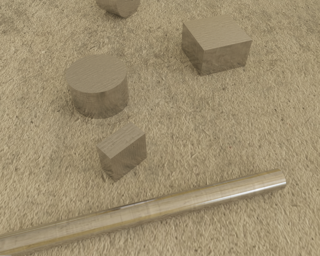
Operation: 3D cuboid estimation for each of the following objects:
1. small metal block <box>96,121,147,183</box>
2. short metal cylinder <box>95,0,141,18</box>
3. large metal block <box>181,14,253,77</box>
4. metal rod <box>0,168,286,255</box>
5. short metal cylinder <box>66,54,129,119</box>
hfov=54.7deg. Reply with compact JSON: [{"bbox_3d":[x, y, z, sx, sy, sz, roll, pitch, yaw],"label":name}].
[{"bbox_3d":[-0.043,0.028,0.363,0.050,0.050,0.025,-37,60,-27],"label":"small metal block"},{"bbox_3d":[-0.077,-0.255,0.581,0.050,0.080,0.080,26,55,20],"label":"short metal cylinder"},{"bbox_3d":[0.088,-0.136,0.502,0.081,0.050,0.080,-15,52,-13],"label":"large metal block"},{"bbox_3d":[-0.009,0.088,0.329,0.302,0.025,0.025,-11,51,-10],"label":"metal rod"},{"bbox_3d":[-0.086,-0.059,0.435,0.081,0.050,0.080,0,50,0],"label":"short metal cylinder"}]
